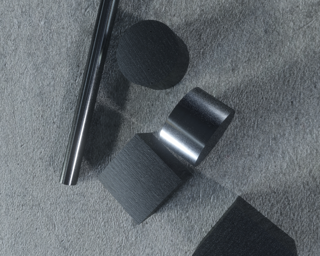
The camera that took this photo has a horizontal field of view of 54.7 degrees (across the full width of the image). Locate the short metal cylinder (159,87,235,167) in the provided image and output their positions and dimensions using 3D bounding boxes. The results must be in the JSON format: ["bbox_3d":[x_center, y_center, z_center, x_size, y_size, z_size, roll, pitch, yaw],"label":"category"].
[{"bbox_3d":[0.044,-0.001,0.364,0.050,0.080,0.080,36,102,16],"label":"short metal cylinder"}]

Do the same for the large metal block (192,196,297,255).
[{"bbox_3d":[0.098,0.140,0.361,0.080,0.050,0.080,39,102,15],"label":"large metal block"}]

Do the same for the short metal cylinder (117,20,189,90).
[{"bbox_3d":[-0.008,-0.091,0.398,0.080,0.050,0.080,0,90,20],"label":"short metal cylinder"}]

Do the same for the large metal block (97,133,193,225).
[{"bbox_3d":[-0.019,0.063,0.402,0.080,0.050,0.080,45,104,14],"label":"large metal block"}]

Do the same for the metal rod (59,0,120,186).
[{"bbox_3d":[-0.099,-0.064,0.443,0.025,0.025,0.298,16,95,19],"label":"metal rod"}]
